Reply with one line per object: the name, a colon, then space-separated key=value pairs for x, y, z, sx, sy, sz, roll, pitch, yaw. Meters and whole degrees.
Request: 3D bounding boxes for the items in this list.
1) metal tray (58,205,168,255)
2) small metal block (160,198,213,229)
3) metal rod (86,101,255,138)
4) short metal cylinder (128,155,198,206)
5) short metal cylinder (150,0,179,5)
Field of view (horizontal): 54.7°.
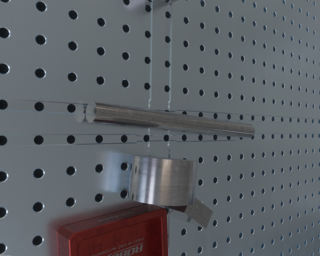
metal tray: x=-0.049 y=0.148 z=0.364 sx=0.131 sy=0.030 sz=0.089 roll=-4 pitch=93 yaw=-40
small metal block: x=0.035 y=0.110 z=0.423 sx=0.050 sy=0.050 sz=0.025 roll=43 pitch=64 yaw=-32
metal rod: x=0.039 y=-0.006 z=0.441 sx=0.302 sy=0.025 sz=0.025 roll=6 pitch=87 yaw=-40
short metal cylinder: x=0.003 y=0.062 z=0.376 sx=0.081 sy=0.080 sz=0.050 roll=8 pitch=85 yaw=-40
short metal cylinder: x=0.014 y=-0.208 z=0.404 sx=0.081 sy=0.050 sz=0.079 roll=0 pitch=90 yaw=-40
